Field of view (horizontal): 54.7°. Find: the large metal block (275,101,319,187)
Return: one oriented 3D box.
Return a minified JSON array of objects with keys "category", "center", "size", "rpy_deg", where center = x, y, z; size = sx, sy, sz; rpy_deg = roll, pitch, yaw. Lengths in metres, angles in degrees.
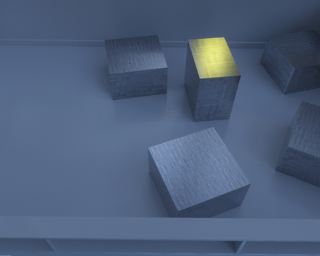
[{"category":"large metal block","center":[0.195,0.023,0.372],"size":[0.080,0.050,0.080],"rpy_deg":[21,53,16]}]

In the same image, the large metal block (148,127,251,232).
[{"category":"large metal block","center":[0.039,0.055,0.344],"size":[0.081,0.050,0.080],"rpy_deg":[-17,52,-14]}]

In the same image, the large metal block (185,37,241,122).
[{"category":"large metal block","center":[0.067,-0.066,0.426],"size":[0.050,0.080,0.080],"rpy_deg":[-5,50,-5]}]

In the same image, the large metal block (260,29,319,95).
[{"category":"large metal block","center":[0.216,-0.103,0.478],"size":[0.081,0.050,0.080],"rpy_deg":[-11,51,-10]}]

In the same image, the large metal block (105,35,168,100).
[{"category":"large metal block","center":[-0.037,-0.092,0.466],"size":[0.081,0.050,0.080],"rpy_deg":[-8,51,-7]}]
